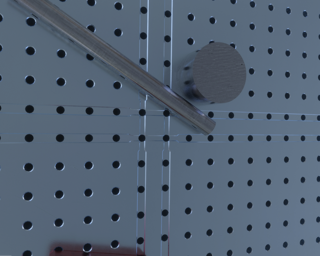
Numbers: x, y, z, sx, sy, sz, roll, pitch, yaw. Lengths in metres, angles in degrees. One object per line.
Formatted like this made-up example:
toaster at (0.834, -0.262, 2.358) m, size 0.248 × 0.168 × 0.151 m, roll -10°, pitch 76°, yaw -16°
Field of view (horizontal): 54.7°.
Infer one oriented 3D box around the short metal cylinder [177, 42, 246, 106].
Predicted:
short metal cylinder at (0.070, -0.072, 0.426) m, size 0.081 × 0.050 × 0.079 m, roll 0°, pitch 90°, yaw -21°

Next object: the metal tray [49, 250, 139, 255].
metal tray at (-0.077, 0.205, 0.382) m, size 0.131 × 0.030 × 0.090 m, roll 13°, pitch 86°, yaw -20°

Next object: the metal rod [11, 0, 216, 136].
metal rod at (-0.049, -0.080, 0.395) m, size 0.301 × 0.025 × 0.025 m, roll 34°, pitch 79°, yaw -17°
